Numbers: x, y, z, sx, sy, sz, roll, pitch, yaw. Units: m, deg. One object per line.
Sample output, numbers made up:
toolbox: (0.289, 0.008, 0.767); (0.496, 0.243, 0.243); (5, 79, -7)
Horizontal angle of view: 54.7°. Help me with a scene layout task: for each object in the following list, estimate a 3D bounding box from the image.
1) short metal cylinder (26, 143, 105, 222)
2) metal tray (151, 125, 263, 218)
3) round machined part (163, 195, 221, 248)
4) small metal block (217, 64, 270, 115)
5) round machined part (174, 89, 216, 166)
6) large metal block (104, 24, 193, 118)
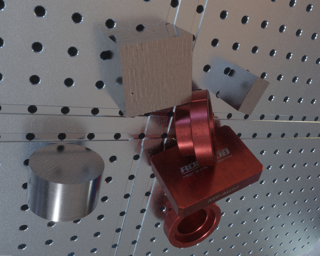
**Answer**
short metal cylinder: (-0.108, 0.059, 0.354); (0.081, 0.080, 0.050); (0, 118, -29)
metal tray: (0.064, 0.056, 0.435); (0.131, 0.090, 0.030); (-22, 143, -15)
round machined part: (0.050, 0.150, 0.520); (0.099, 0.042, 0.097); (-14, 124, -21)
small metal block: (0.112, -0.053, 0.423); (0.025, 0.050, 0.050); (15, 111, -34)
round machined part: (0.046, 0.001, 0.400); (0.042, 0.098, 0.098); (-7, 128, 13)
large metal block: (-0.011, -0.066, 0.348); (0.081, 0.050, 0.079); (-15, 125, -20)
